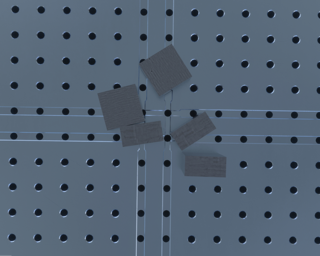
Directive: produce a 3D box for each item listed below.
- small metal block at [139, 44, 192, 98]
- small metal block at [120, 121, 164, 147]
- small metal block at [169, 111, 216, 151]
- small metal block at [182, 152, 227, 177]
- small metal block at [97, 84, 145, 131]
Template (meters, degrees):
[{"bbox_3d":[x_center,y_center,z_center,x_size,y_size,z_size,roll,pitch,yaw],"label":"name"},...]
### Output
[{"bbox_3d":[0.007,-0.075,0.413,0.050,0.025,0.050,-32,90,-1],"label":"small metal block"},{"bbox_3d":[-0.022,0.007,0.401,0.050,0.050,0.025,-9,91,-1],"label":"small metal block"},{"bbox_3d":[0.041,0.004,0.401,0.050,0.050,0.025,-33,90,0],"label":"small metal block"},{"bbox_3d":[0.055,0.047,0.402,0.050,0.050,0.025,2,90,-1],"label":"small metal block"},{"bbox_3d":[-0.050,-0.027,0.413,0.050,0.025,0.050,-15,90,-1],"label":"small metal block"}]
